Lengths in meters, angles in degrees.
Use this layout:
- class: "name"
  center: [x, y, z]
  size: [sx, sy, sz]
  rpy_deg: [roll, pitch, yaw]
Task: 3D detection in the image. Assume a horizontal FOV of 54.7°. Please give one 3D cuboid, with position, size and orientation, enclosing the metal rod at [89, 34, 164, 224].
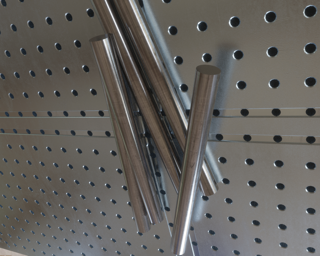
- class: "metal rod"
  center: [-0.036, 0.022, 0.425]
  size: [0.025, 0.025, 0.298]
  rpy_deg: [3, 125, 26]

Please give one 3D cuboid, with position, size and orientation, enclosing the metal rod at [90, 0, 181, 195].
- class: "metal rod"
  center: [-0.016, -0.030, 0.399]
  size: [0.025, 0.025, 0.299]
  rpy_deg: [-10, 114, 32]

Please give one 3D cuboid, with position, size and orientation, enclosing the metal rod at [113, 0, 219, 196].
- class: "metal rod"
  center: [0.009, -0.042, 0.379]
  size: [0.025, 0.025, 0.299]
  rpy_deg: [-13, 112, 33]

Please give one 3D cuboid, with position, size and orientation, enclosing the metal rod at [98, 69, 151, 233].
- class: "metal rod"
  center: [-0.048, 0.039, 0.458]
  size: [0.025, 0.025, 0.298]
  rpy_deg: [5, 121, 25]

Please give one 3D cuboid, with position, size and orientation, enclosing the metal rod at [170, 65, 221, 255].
- class: "metal rod"
  center: [0.038, 0.064, 0.395]
  size: [0.025, 0.025, 0.298]
  rpy_deg: [17, 127, 18]
